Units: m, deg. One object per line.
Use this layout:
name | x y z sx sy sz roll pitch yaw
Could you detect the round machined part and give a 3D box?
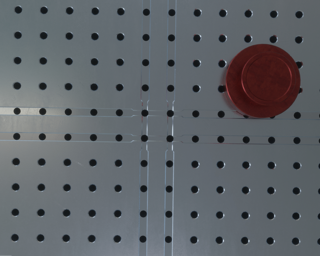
round machined part | 0.136 -0.062 0.406 0.099 0.042 0.097 0 90 0
